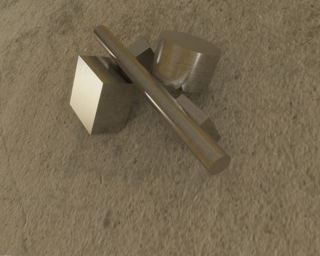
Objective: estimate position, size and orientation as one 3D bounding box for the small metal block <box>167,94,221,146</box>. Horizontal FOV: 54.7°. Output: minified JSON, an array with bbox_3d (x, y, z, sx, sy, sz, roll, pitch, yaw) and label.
[{"bbox_3d":[0.041,-0.006,0.367,0.025,0.050,0.050,-42,51,0],"label":"small metal block"}]

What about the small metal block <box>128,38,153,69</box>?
[{"bbox_3d":[-0.029,-0.096,0.462,0.050,0.050,0.025,-34,52,6],"label":"small metal block"}]

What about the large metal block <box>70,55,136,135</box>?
[{"bbox_3d":[-0.083,-0.047,0.437,0.080,0.050,0.079,47,129,38],"label":"large metal block"}]

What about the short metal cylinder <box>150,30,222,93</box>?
[{"bbox_3d":[0.032,-0.086,0.397,0.080,0.081,0.050,45,129,39],"label":"short metal cylinder"}]

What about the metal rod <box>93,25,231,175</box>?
[{"bbox_3d":[-0.017,-0.056,0.383,0.025,0.025,0.300,-40,51,1],"label":"metal rod"}]
